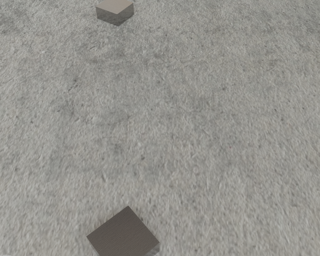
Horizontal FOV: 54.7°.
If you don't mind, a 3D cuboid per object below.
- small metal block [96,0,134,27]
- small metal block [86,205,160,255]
[{"bbox_3d":[-0.085,-0.224,0.590,0.050,0.025,0.050,26,55,20],"label":"small metal block"},{"bbox_3d":[-0.036,0.115,0.306,0.050,0.025,0.050,-33,58,-25],"label":"small metal block"}]
